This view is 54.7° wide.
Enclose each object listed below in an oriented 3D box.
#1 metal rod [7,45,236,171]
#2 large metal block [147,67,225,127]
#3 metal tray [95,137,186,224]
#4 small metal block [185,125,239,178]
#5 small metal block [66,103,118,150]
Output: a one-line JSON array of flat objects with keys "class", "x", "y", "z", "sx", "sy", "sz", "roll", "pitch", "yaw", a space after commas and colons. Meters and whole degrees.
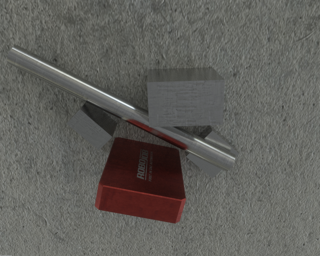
[{"class": "metal rod", "x": -0.044, "y": -0.022, "z": 0.388, "sx": 0.301, "sy": 0.025, "sz": 0.025, "roll": 27, "pitch": 108, "yaw": -5}, {"class": "large metal block", "x": 0.027, "y": -0.039, "z": 0.366, "sx": 0.081, "sy": 0.080, "sz": 0.050, "roll": -2, "pitch": 110, "yaw": 0}, {"class": "metal tray", "x": -0.020, "y": 0.056, "z": 0.376, "sx": 0.091, "sy": 0.130, "sz": 0.030, "roll": 12, "pitch": 110, "yaw": -5}, {"class": "small metal block", "x": 0.070, "y": 0.032, "z": 0.424, "sx": 0.050, "sy": 0.025, "sz": 0.050, "roll": 40, "pitch": 105, "yaw": -14}, {"class": "small metal block", "x": -0.084, "y": -0.006, "z": 0.394, "sx": 0.050, "sy": 0.050, "sz": 0.025, "roll": 43, "pitch": 104, "yaw": -14}]
